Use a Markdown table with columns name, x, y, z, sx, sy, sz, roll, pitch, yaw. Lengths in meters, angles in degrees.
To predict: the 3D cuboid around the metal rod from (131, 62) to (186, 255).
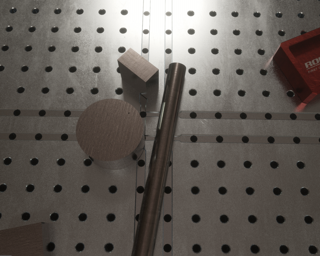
| name | x | y | z | sx | sy | sz | roll | pitch | yaw |
| --- | --- | --- | --- | --- | --- | --- | --- | --- | --- |
| metal rod | -0.002 | 0.051 | 0.392 | 0.025 | 0.025 | 0.299 | 10 | 70 | 3 |

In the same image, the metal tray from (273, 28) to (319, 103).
| name | x | y | z | sx | sy | sz | roll | pitch | yaw |
| --- | --- | --- | --- | --- | --- | --- | --- | --- | --- |
| metal tray | 0.246 | -0.101 | 0.449 | 0.131 | 0.030 | 0.090 | -23 | 72 | -9 |

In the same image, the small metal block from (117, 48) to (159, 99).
| name | x | y | z | sx | sy | sz | roll | pitch | yaw |
| --- | --- | --- | --- | --- | --- | --- | --- | --- | --- |
| small metal block | -0.029 | -0.074 | 0.425 | 0.050 | 0.050 | 0.025 | 39 | 75 | 13 |

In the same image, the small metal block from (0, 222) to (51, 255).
| name | x | y | z | sx | sy | sz | roll | pitch | yaw |
| --- | --- | --- | --- | --- | --- | --- | --- | --- | --- |
| small metal block | -0.157 | 0.140 | 0.359 | 0.050 | 0.025 | 0.050 | -10 | 70 | -4 |

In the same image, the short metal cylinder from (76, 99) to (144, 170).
| name | x | y | z | sx | sy | sz | roll | pitch | yaw |
| --- | --- | --- | --- | --- | --- | --- | --- | --- | --- |
| short metal cylinder | -0.060 | 0.009 | 0.394 | 0.081 | 0.050 | 0.080 | 0 | 70 | 0 |
